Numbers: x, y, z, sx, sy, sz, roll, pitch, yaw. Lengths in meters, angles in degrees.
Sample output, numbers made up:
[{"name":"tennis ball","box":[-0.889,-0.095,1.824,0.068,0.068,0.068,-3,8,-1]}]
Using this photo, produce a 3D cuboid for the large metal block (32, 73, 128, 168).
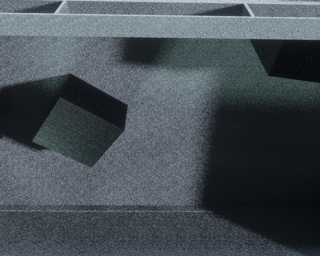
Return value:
[{"name":"large metal block","box":[-0.098,-0.007,0.386,0.080,0.050,0.080,29,124,-23]}]

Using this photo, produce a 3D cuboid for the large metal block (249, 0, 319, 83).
[{"name":"large metal block","box":[0.142,-0.087,0.300,0.081,0.080,0.050,7,130,-6]}]

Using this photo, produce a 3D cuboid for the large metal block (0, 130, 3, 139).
[{"name":"large metal block","box":[-0.241,-0.009,0.354,0.050,0.080,0.079,28,134,22]}]
